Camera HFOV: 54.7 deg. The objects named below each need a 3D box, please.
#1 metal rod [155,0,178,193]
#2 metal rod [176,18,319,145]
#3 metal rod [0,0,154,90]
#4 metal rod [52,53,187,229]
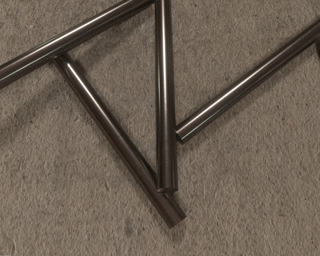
[{"bbox_3d":[0.006,-0.064,0.419,0.025,0.025,0.299,-1,65,-1],"label":"metal rod"},{"bbox_3d":[0.140,-0.076,0.437,0.301,0.025,0.025,-37,74,-13],"label":"metal rod"},{"bbox_3d":[-0.126,-0.121,0.426,0.302,0.025,0.025,-38,75,-23],"label":"metal rod"},{"bbox_3d":[-0.066,-0.002,0.407,0.025,0.025,0.300,-34,74,-12],"label":"metal rod"}]
